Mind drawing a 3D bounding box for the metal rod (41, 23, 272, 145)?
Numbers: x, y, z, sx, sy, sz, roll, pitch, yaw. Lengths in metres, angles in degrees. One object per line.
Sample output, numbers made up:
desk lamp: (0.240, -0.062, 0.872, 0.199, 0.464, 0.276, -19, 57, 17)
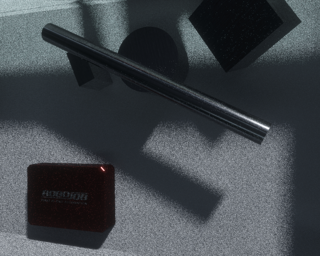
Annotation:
metal rod: (-0.018, -0.059, 0.362, 0.301, 0.025, 0.025, 27, 99, 17)

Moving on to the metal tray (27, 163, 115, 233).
metal tray: (-0.131, 0.098, 0.452, 0.130, 0.030, 0.089, -1, 90, 19)

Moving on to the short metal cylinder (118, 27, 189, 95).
short metal cylinder: (-0.008, -0.083, 0.399, 0.080, 0.050, 0.079, 0, 90, 19)

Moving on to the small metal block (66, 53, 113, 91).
small metal block: (-0.096, -0.082, 0.430, 0.025, 0.050, 0.050, -25, 82, 18)

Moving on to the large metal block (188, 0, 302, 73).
large metal block: (0.092, -0.121, 0.348, 0.080, 0.050, 0.080, -42, 76, 43)
